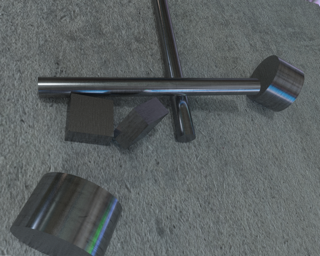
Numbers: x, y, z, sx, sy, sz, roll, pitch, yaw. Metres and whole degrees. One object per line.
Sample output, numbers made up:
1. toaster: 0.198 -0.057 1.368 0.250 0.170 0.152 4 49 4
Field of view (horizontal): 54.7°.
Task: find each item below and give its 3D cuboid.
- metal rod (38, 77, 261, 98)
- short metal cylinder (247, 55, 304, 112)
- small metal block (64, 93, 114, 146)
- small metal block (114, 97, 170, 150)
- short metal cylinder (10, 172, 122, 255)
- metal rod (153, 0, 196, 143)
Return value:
1. metal rod: 0.001 -0.054 0.410 0.303 0.025 0.025 -3 63 -21
2. short metal cylinder: 0.190 -0.073 0.515 0.050 0.080 0.080 25 53 -13
3. small metal block: -0.083 -0.009 0.365 0.050 0.025 0.050 9 58 -24
4. small metal block: -0.023 -0.006 0.371 0.025 0.050 0.050 48 34 5
5. short metal cylinder: -0.080 0.083 0.275 0.080 0.080 0.050 29 52 -10
6. metal rod: 0.016 -0.117 0.483 0.025 0.025 0.299 6 59 -25
